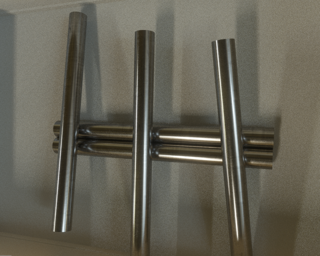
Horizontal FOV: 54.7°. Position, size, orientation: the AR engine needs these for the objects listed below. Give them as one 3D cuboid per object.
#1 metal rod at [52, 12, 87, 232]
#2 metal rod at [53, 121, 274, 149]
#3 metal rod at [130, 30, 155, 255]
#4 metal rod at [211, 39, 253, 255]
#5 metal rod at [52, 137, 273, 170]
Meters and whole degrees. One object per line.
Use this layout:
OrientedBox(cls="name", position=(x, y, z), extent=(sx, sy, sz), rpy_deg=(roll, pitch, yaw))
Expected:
OrientedBox(cls="metal rod", position=(-0.123, -0.014, 0.426), extent=(0.025, 0.025, 0.298), rpy_deg=(-1, 81, 19))
OrientedBox(cls="metal rod", position=(-0.009, 0.007, 0.412), extent=(0.301, 0.025, 0.025), rpy_deg=(2, 91, 19))
OrientedBox(cls="metal rod", position=(-0.022, 0.030, 0.390), extent=(0.025, 0.025, 0.298), rpy_deg=(2, 91, 19))
OrientedBox(cls="metal rod", position=(0.086, 0.052, 0.355), extent=(0.025, 0.025, 0.298), rpy_deg=(-4, 97, 19))
OrientedBox(cls="metal rod", position=(-0.010, 0.031, 0.412), extent=(0.301, 0.025, 0.025), rpy_deg=(2, 91, 19))
